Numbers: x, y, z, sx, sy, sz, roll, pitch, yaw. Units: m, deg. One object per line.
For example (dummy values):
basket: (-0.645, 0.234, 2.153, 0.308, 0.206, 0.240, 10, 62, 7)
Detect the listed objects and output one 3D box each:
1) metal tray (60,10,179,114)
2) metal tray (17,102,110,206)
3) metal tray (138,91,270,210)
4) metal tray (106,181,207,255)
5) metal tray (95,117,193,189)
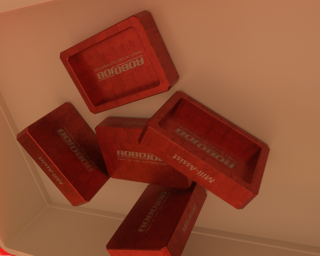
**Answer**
metal tray: (-0.052, -0.075, 0.383, 0.130, 0.030, 0.090, -14, 112, 33)
metal tray: (-0.129, 0.036, 0.452, 0.030, 0.090, 0.130, -27, 104, 36)
metal tray: (0.053, 0.019, 0.347, 0.130, 0.090, 0.030, 33, 129, 6)
metal tray: (0.000, 0.121, 0.410, 0.090, 0.131, 0.030, -13, 112, 32)
metal tray: (-0.020, 0.033, 0.431, 0.130, 0.030, 0.089, 3, 120, 26)
